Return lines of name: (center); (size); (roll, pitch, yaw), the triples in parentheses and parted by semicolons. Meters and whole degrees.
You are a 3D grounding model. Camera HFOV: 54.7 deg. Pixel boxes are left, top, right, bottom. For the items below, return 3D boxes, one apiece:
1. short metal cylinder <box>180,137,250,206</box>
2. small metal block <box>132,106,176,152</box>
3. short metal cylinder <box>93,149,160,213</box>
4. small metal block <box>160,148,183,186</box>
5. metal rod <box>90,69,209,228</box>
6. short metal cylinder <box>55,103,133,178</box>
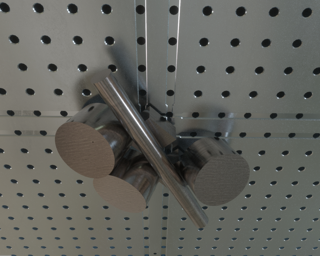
short metal cylinder: (0.074, 0.059, 0.424); (0.081, 0.050, 0.079); (-8, 116, -17)
small metal block: (-0.014, 0.006, 0.412); (0.050, 0.025, 0.050); (-36, 122, 26)
short metal cylinder: (-0.046, 0.074, 0.435); (0.080, 0.050, 0.079); (16, 137, 16)
small metal block: (0.023, 0.064, 0.462); (0.050, 0.025, 0.050); (-33, 123, 24)
metal rod: (0.002, 0.048, 0.414); (0.025, 0.025, 0.299); (-20, 127, 16)
short metal cylinder: (-0.081, 0.015, 0.385); (0.080, 0.050, 0.079); (11, 123, 17)
